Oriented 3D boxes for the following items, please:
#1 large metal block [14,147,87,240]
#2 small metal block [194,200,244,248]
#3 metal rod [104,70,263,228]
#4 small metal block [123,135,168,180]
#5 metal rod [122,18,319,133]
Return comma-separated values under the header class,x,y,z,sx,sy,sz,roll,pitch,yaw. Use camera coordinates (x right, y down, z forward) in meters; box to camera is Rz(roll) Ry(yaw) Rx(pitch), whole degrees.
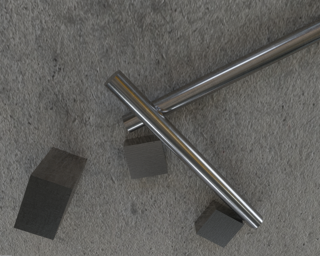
class,x,y,z,sx,sy,sz,roll,pitch,yaw
large metal block,-0.141,0.083,0.409,0.050,0.080,0.079,22,109,-8
small metal block,0.088,0.144,0.464,0.050,0.025,0.050,30,107,-11
metal rod,0.044,0.041,0.407,0.025,0.025,0.300,-40,113,13
small metal block,-0.019,0.039,0.424,0.050,0.025,0.050,-10,110,3
metal rod,0.091,-0.069,0.385,0.301,0.025,0.025,-26,108,8
